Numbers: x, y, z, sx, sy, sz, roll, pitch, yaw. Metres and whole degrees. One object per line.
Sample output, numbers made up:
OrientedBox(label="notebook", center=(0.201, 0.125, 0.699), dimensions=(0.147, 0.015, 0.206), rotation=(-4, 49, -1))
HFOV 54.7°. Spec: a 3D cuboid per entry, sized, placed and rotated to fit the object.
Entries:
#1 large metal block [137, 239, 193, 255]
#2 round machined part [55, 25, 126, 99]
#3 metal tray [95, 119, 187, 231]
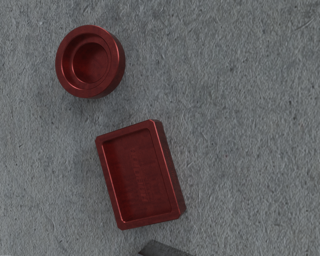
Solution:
OrientedBox(label="large metal block", center=(0.009, 0.201, 0.392), dimensions=(0.080, 0.050, 0.079), rotation=(15, 95, 19))
OrientedBox(label="round machined part", center=(-0.092, -0.089, 0.431), dimensions=(0.098, 0.042, 0.097), rotation=(0, 90, 19))
OrientedBox(label="metal tray", center=(-0.027, 0.062, 0.414), dimensions=(0.090, 0.030, 0.129), rotation=(-18, 84, 18))
